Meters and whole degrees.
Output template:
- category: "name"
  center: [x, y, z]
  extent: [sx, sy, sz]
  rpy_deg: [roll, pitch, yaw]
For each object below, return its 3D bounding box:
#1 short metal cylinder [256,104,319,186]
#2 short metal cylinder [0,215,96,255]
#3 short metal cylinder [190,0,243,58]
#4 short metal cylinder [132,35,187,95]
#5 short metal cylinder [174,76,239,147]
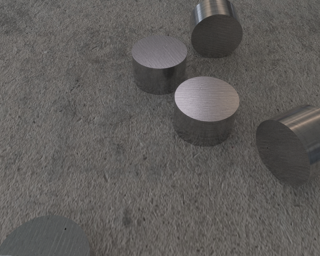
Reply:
- category: "short metal cylinder"
  center: [0.156, 0.019, 0.352]
  extent: [0.050, 0.080, 0.080]
  rpy_deg: [-22, 54, -18]
- category: "short metal cylinder"
  center: [-0.100, 0.127, 0.279]
  extent: [0.080, 0.050, 0.080]
  rpy_deg: [0, 50, 0]
- category: "short metal cylinder"
  center: [0.090, -0.162, 0.504]
  extent: [0.081, 0.080, 0.050]
  rpy_deg: [0, 50, 0]
- category: "short metal cylinder"
  center: [-0.001, -0.096, 0.467]
  extent: [0.080, 0.050, 0.080]
  rpy_deg: [0, 50, 0]
- category: "short metal cylinder"
  center: [0.059, -0.022, 0.406]
  extent: [0.080, 0.050, 0.080]
  rpy_deg: [0, 50, 0]
